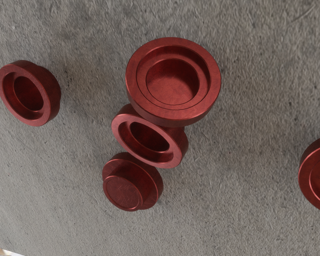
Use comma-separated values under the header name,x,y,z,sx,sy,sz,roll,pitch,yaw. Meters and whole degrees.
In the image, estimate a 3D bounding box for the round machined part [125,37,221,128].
name,x,y,z,sx,sy,sz,roll,pitch,yaw
round machined part,0.013,-0.046,0.335,0.098,0.098,0.042,31,160,8

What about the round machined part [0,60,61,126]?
name,x,y,z,sx,sy,sz,roll,pitch,yaw
round machined part,-0.188,-0.055,0.461,0.098,0.042,0.097,13,124,21

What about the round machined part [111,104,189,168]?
name,x,y,z,sx,sy,sz,roll,pitch,yaw
round machined part,-0.008,0.004,0.390,0.098,0.042,0.097,22,146,16

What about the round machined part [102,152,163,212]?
name,x,y,z,sx,sy,sz,roll,pitch,yaw
round machined part,-0.048,0.089,0.477,0.098,0.042,0.097,13,124,21

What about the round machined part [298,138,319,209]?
name,x,y,z,sx,sy,sz,roll,pitch,yaw
round machined part,0.197,0.044,0.319,0.098,0.042,0.097,13,124,21
